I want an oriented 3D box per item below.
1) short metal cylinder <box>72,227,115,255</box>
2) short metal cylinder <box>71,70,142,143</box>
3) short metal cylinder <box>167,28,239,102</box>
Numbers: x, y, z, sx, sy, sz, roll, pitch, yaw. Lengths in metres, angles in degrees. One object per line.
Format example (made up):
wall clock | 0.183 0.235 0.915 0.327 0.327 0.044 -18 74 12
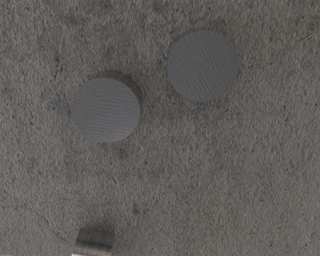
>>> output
short metal cylinder | -0.099 0.189 0.449 0.050 0.080 0.079 12 110 -5
short metal cylinder | -0.064 -0.028 0.385 0.081 0.050 0.079 0 110 0
short metal cylinder | 0.048 -0.076 0.369 0.081 0.050 0.079 0 110 0
